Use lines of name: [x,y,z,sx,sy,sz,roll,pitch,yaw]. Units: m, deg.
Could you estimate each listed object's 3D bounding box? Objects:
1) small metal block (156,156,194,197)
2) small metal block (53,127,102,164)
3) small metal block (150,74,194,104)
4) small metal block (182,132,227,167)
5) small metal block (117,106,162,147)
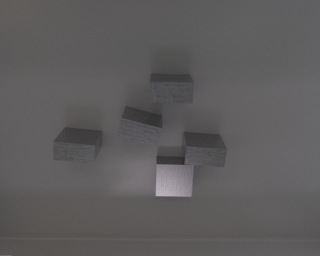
small metal block: [0.020,0.068,0.436,0.050,0.025,0.050,1,110,-1]
small metal block: [-0.106,0.022,0.405,0.050,0.050,0.025,6,110,-2]
small metal block: [0.013,-0.049,0.380,0.050,0.050,0.025,1,110,-1]
small metal block: [0.057,0.027,0.408,0.050,0.050,0.025,5,110,-2]
small metal block: [-0.025,-0.003,0.396,0.050,0.050,0.025,14,110,-5]
